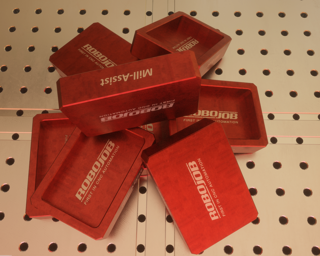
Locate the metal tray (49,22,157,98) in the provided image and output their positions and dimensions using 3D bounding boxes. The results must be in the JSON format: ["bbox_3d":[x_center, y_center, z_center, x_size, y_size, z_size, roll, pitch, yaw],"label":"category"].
[{"bbox_3d":[-0.078,-0.084,0.421,0.090,0.030,0.130,-43,60,-14],"label":"metal tray"}]

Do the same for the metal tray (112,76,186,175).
[{"bbox_3d":[-0.018,-0.005,0.411,0.091,0.030,0.130,-4,68,-3],"label":"metal tray"}]

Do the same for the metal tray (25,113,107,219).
[{"bbox_3d":[-0.114,0.045,0.393,0.091,0.030,0.130,-4,69,-2],"label":"metal tray"}]

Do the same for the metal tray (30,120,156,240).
[{"bbox_3d":[-0.072,0.049,0.358,0.090,0.030,0.130,25,72,9],"label":"metal tray"}]

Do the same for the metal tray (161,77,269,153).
[{"bbox_3d":[0.067,-0.015,0.396,0.131,0.030,0.090,2,69,-18],"label":"metal tray"}]

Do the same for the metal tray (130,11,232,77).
[{"bbox_3d":[0.033,-0.111,0.414,0.090,0.030,0.131,32,40,11],"label":"metal tray"}]

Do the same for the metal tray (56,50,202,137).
[{"bbox_3d":[-0.026,-0.031,0.320,0.131,0.090,0.030,-13,71,0],"label":"metal tray"}]

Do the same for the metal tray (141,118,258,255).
[{"bbox_3d":[0.047,0.065,0.350,0.090,0.030,0.130,-28,106,-9],"label":"metal tray"}]
